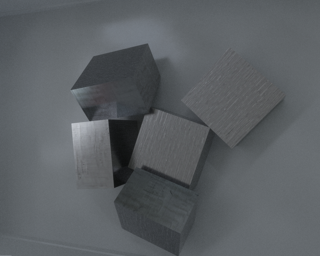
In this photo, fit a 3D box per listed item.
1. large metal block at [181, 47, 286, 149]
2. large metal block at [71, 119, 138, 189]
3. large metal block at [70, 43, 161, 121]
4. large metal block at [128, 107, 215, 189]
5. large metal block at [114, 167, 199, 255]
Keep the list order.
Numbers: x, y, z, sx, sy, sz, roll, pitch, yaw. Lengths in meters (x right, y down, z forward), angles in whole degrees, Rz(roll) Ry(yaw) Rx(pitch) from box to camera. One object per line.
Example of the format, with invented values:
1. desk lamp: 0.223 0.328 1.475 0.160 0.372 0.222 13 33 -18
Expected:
1. large metal block: 0.087 -0.033 0.365 0.080 0.050 0.080 45 104 14
2. large metal block: -0.066 0.032 0.402 0.050 0.080 0.080 -6 88 20
3. large metal block: -0.052 -0.057 0.391 0.080 0.080 0.050 -8 129 20
4. large metal block: 0.017 0.024 0.390 0.080 0.050 0.080 20 97 18
5. large metal block: -0.003 0.102 0.373 0.080 0.080 0.050 21 55 17
